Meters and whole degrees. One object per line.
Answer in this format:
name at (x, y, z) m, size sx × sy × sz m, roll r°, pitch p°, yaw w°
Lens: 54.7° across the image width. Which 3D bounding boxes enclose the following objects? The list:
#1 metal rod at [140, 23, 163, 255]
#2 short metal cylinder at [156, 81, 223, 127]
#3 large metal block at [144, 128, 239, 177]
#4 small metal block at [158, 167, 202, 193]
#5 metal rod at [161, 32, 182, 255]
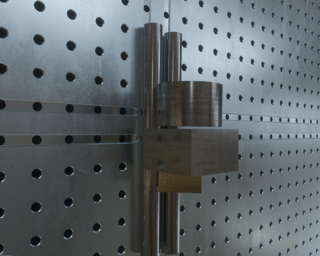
metal rod at (-0.011, 0.016, 0.403) m, size 0.025 × 0.025 × 0.298 m, roll 1°, pitch 89°, yaw -40°
short metal cylinder at (0.036, -0.027, 0.377) m, size 0.081 × 0.080 × 0.050 m, roll 1°, pitch 90°, yaw -40°
large metal block at (0.037, 0.026, 0.374) m, size 0.081 × 0.080 × 0.050 m, roll 0°, pitch 90°, yaw -40°
small metal block at (0.026, 0.063, 0.387) m, size 0.050 × 0.050 × 0.025 m, roll 3°, pitch 87°, yaw -85°
metal rod at (0.016, 0.020, 0.426) m, size 0.025 × 0.025 × 0.298 m, roll 1°, pitch 89°, yaw -40°
